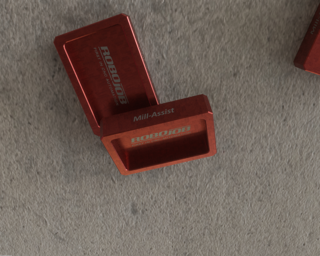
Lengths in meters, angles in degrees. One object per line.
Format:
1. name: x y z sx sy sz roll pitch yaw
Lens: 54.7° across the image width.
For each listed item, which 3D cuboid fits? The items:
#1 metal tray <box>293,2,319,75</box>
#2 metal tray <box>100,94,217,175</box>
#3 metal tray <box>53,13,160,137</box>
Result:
1. metal tray: 0.230 -0.121 0.366 0.091 0.030 0.129 16 109 -6
2. metal tray: 0.002 0.012 0.388 0.131 0.030 0.090 -13 140 3
3. metal tray: -0.060 -0.063 0.382 0.090 0.030 0.129 -18 109 6
